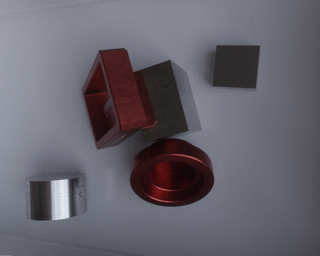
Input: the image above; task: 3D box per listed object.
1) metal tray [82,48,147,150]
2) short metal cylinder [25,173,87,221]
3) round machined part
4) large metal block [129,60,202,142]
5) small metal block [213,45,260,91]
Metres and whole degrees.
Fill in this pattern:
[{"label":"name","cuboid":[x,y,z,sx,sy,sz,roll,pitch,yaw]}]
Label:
[{"label":"metal tray","cuboid":[-0.062,-0.029,0.382,0.030,0.130,0.090,-13,82,-25]},{"label":"short metal cylinder","cuboid":[-0.143,0.092,0.430,0.080,0.080,0.050,-3,89,19]},{"label":"round machined part","cuboid":[0.014,0.050,0.378,0.099,0.042,0.097,0,132,0]},{"label":"large metal block","cuboid":[0.010,-0.029,0.376,0.050,0.080,0.080,-16,85,17]},{"label":"small metal block","cuboid":[0.094,-0.073,0.377,0.050,0.025,0.050,6,92,19]}]
